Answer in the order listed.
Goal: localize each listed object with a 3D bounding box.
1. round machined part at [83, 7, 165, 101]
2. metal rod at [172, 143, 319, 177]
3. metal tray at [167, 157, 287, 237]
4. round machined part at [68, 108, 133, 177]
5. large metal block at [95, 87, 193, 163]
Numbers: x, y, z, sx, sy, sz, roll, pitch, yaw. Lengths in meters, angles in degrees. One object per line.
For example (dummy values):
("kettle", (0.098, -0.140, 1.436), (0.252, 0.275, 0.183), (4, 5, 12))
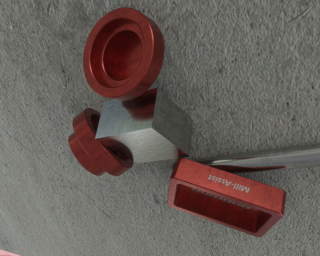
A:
("round machined part", (-0.036, -0.079, 0.346), (0.098, 0.042, 0.097), (-3, 84, 33))
("metal rod", (0.148, 0.033, 0.348), (0.300, 0.025, 0.025), (-11, 113, 32))
("metal tray", (0.077, 0.089, 0.389), (0.131, 0.030, 0.090), (17, 146, 10))
("round machined part", (-0.082, 0.024, 0.412), (0.042, 0.098, 0.098), (-37, 99, 8))
("large metal block", (-0.017, 0.002, 0.375), (0.080, 0.050, 0.080), (-11, 148, 32))
